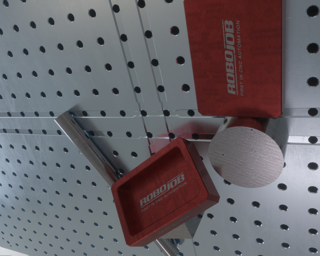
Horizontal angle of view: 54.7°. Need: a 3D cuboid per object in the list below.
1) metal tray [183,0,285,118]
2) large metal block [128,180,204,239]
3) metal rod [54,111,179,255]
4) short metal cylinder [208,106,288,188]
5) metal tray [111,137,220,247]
[{"bbox_3d":[0.079,-0.075,0.320,0.090,0.030,0.129,3,120,26],"label":"metal tray"},{"bbox_3d":[0.007,0.117,0.464,0.080,0.050,0.080,-13,112,33],"label":"large metal block"},{"bbox_3d":[-0.065,0.098,0.506,0.025,0.025,0.299,-29,103,37],"label":"metal rod"},{"bbox_3d":[0.102,0.021,0.355,0.080,0.050,0.079,13,124,21],"label":"short metal cylinder"},{"bbox_3d":[0.001,0.084,0.400,0.130,0.030,0.090,-37,54,20],"label":"metal tray"}]
